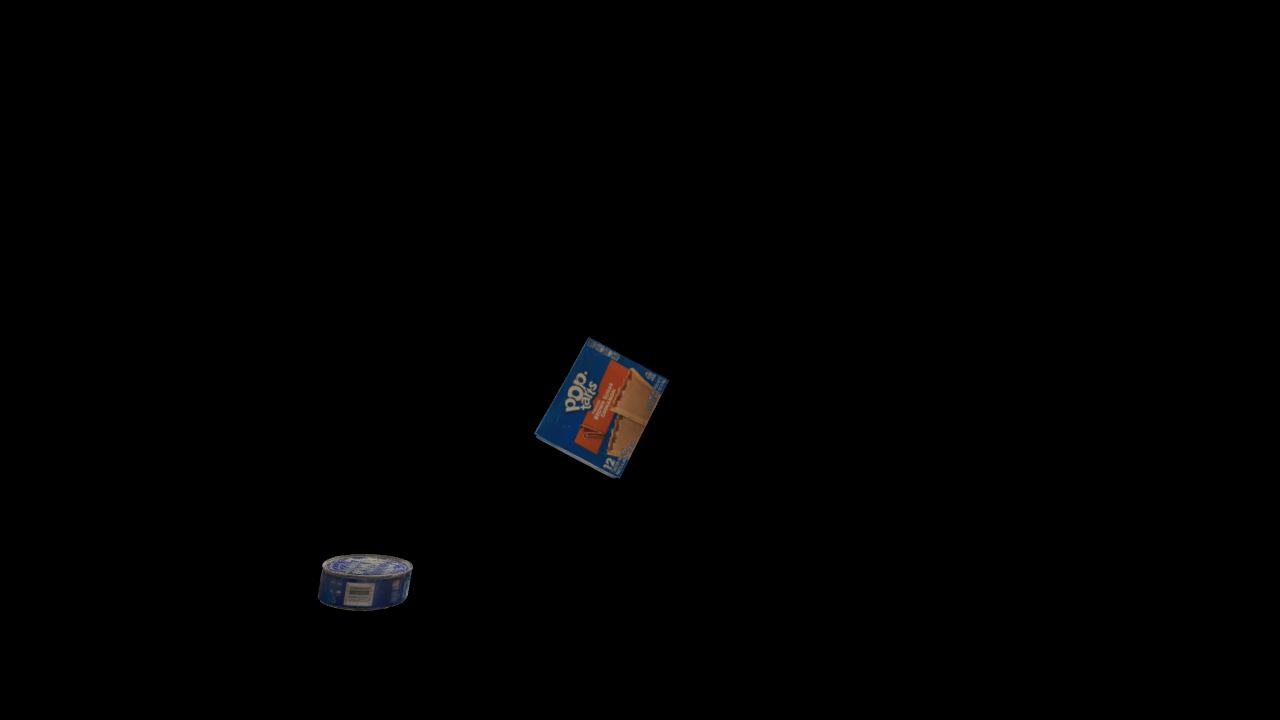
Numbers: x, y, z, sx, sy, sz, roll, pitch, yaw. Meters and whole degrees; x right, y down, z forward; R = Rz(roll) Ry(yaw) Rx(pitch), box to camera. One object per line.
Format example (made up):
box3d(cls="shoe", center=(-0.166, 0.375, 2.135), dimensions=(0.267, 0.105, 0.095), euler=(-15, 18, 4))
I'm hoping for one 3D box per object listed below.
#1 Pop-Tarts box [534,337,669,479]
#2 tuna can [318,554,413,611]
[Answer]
box3d(cls="Pop-Tarts box", center=(-0.058, 0.075, 0.938), dimensions=(0.141, 0.167, 0.083), euler=(28, -16, -1))
box3d(cls="tuna can", center=(-0.272, 0.220, 0.611), dimensions=(0.084, 0.034, 0.084), euler=(6, -6, 1))
